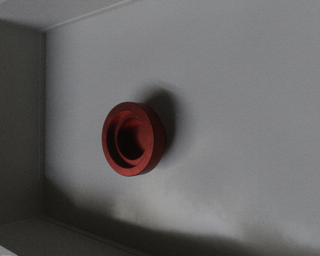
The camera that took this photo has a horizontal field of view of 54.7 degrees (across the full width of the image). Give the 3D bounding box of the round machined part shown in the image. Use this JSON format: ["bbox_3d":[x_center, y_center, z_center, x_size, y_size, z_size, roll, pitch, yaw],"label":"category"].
[{"bbox_3d":[-0.031,0.015,0.419,0.098,0.042,0.097,0,90,39],"label":"round machined part"}]
